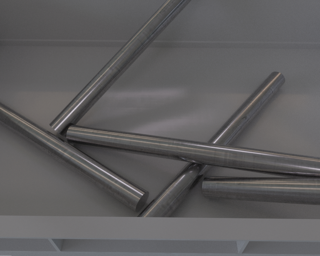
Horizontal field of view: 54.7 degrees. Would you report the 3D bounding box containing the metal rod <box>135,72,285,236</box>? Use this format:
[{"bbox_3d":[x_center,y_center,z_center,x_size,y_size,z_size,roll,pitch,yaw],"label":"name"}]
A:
[{"bbox_3d":[0.080,0.014,0.393,0.025,0.025,0.301,33,57,24],"label":"metal rod"}]

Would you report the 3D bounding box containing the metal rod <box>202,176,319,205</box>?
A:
[{"bbox_3d":[0.179,0.057,0.271,0.300,0.025,0.025,-4,44,33],"label":"metal rod"}]

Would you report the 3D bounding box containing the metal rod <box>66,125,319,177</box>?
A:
[{"bbox_3d":[0.030,0.026,0.352,0.301,0.025,0.025,7,50,18],"label":"metal rod"}]

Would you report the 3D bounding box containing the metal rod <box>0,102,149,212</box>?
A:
[{"bbox_3d":[-0.144,0.016,0.390,0.300,0.025,0.025,27,55,21],"label":"metal rod"}]

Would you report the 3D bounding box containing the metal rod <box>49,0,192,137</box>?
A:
[{"bbox_3d":[-0.035,-0.108,0.421,0.025,0.025,0.300,38,83,27],"label":"metal rod"}]
